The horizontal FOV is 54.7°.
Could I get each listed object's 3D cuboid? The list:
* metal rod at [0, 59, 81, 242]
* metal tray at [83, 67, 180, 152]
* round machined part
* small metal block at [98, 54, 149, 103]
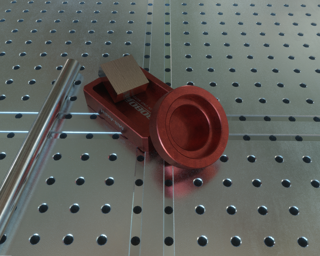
[{"bbox_3d":[-0.157,0.014,0.393,0.025,0.025,0.300,6,50,5],"label":"metal rod"},{"bbox_3d":[-0.032,-0.036,0.433,0.091,0.030,0.130,-37,60,-27],"label":"metal tray"},{"bbox_3d":[0.031,0.001,0.375,0.099,0.042,0.097,5,79,-26],"label":"round machined part"},{"bbox_3d":[-0.052,-0.070,0.436,0.050,0.025,0.050,-26,77,-25],"label":"small metal block"}]
